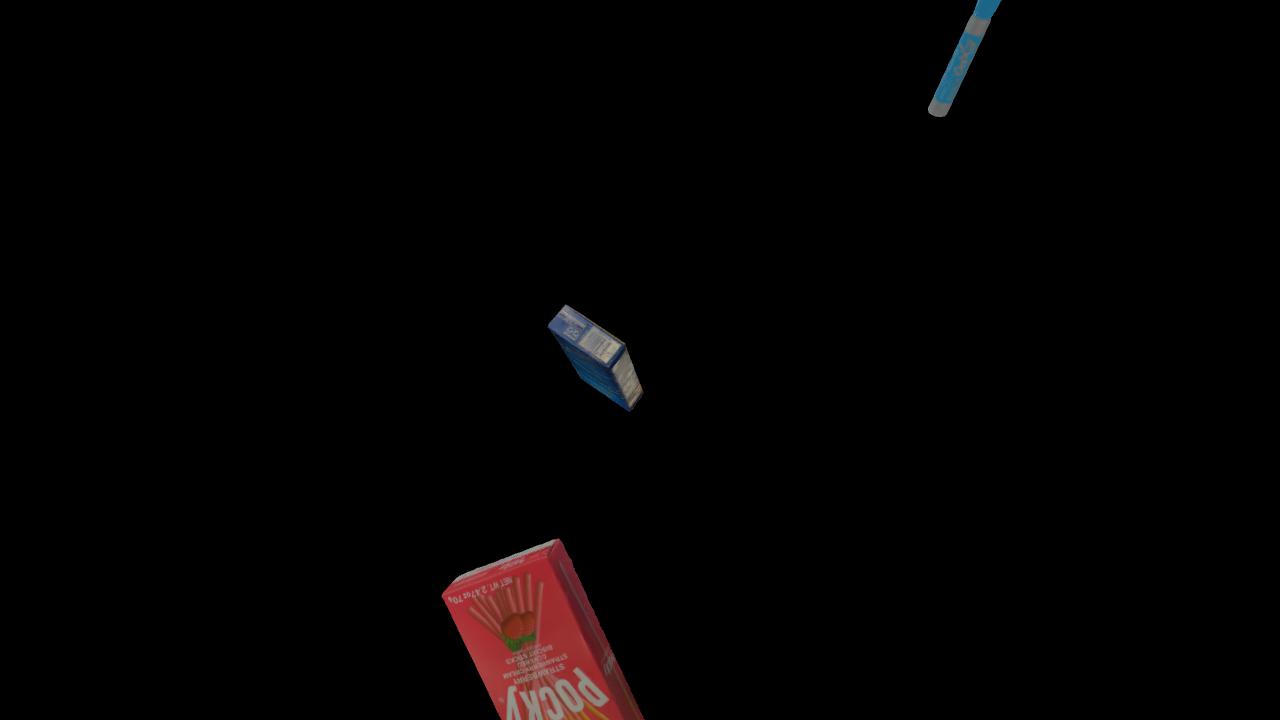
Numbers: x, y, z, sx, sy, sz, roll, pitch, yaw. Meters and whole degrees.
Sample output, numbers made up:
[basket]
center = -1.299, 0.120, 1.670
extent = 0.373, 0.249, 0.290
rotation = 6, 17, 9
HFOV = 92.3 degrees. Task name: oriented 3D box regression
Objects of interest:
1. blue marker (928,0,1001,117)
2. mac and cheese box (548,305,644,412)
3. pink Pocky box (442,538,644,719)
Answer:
[blue marker]
center = 0.291, -0.276, 0.551
extent = 0.020, 0.020, 0.121
rotation = 0, -34, -1
[mac and cheese box]
center = -0.051, 0.004, 0.785
extent = 0.093, 0.041, 0.184
rotation = 32, -13, 17
[pink Pocky box]
center = -0.061, 0.205, 0.410
extent = 0.084, 0.155, 0.029
rotation = -24, 3, 13
